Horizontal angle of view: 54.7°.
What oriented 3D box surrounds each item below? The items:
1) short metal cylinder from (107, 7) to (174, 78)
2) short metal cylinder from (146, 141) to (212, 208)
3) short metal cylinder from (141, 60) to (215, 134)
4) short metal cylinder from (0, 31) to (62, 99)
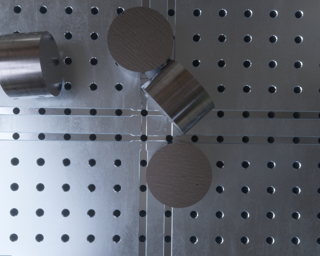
[{"bbox_3d":[-0.024,-0.108,0.400,0.081,0.050,0.079,0,90,0],"label":"short metal cylinder"},{"bbox_3d":[0.023,0.057,0.401,0.081,0.050,0.079,0,90,0],"label":"short metal cylinder"},{"bbox_3d":[0.022,-0.038,0.386,0.050,0.080,0.080,-42,90,0],"label":"short metal cylinder"},{"bbox_3d":[-0.159,-0.077,0.384,0.050,0.080,0.080,-5,90,0],"label":"short metal cylinder"}]
